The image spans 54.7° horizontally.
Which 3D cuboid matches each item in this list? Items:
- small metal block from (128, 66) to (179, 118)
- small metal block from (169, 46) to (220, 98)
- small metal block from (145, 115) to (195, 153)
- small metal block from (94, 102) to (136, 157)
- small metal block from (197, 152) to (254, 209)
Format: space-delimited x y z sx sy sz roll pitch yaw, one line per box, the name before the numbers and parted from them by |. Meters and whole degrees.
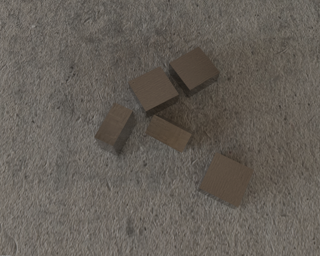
small metal block | -0.009 -0.049 0.426 0.050 0.025 0.050 -28 73 -10
small metal block | 0.047 -0.079 0.437 0.050 0.025 0.050 -31 73 -11
small metal block | 0.014 0.006 0.389 0.050 0.050 0.025 28 96 10
small metal block | -0.055 0.003 0.393 0.025 0.050 0.050 25 72 8
small metal block | 0.081 0.065 0.385 0.050 0.025 0.050 26 72 9
